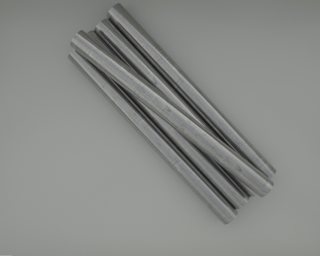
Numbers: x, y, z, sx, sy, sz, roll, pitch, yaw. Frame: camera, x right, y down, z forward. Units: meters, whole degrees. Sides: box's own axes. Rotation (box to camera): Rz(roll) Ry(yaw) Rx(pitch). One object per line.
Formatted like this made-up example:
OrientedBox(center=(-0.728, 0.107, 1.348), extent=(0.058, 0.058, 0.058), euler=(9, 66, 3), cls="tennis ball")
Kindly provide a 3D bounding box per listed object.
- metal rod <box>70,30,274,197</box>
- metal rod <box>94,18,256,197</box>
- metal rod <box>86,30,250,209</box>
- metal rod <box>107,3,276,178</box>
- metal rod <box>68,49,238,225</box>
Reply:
OrientedBox(center=(0.015, -0.017, 0.384), extent=(0.300, 0.025, 0.025), euler=(39, 90, 0), cls="metal rod")
OrientedBox(center=(0.025, -0.026, 0.410), extent=(0.025, 0.025, 0.300), euler=(-43, 90, 0), cls="metal rod")
OrientedBox(center=(0.006, -0.011, 0.410), extent=(0.025, 0.025, 0.300), euler=(-43, 90, 0), cls="metal rod")
OrientedBox(center=(0.042, -0.046, 0.410), extent=(0.025, 0.025, 0.300), euler=(-43, 90, 0), cls="metal rod")
OrientedBox(center=(-0.009, 0.009, 0.410), extent=(0.025, 0.025, 0.300), euler=(-43, 90, 0), cls="metal rod")
